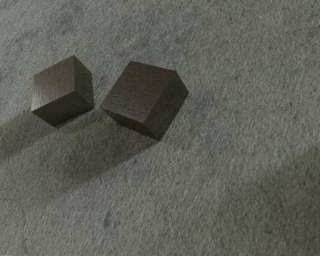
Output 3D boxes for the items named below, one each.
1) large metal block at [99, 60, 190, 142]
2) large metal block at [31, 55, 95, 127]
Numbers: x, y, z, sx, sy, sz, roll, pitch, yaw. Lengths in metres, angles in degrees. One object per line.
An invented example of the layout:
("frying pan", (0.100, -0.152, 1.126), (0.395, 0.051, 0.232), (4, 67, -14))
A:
("large metal block", (-0.020, -0.038, 0.421), (0.080, 0.050, 0.080), (21, 72, 35))
("large metal block", (-0.157, -0.060, 0.505), (0.080, 0.050, 0.080), (-23, 53, 14))
